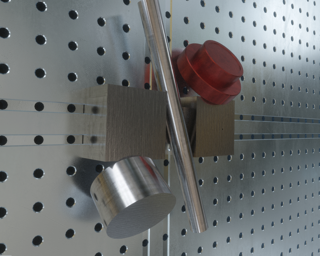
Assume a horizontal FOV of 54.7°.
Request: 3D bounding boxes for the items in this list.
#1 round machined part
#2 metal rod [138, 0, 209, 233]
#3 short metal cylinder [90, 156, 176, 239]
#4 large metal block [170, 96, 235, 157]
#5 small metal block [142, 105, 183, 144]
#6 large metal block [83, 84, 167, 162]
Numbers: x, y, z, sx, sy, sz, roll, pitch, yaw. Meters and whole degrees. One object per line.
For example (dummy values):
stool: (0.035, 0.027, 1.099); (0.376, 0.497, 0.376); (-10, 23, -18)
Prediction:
round machined part: (0.076, -0.083, 0.430); (0.099, 0.042, 0.098); (23, 43, -23)
metal rod: (0.020, -0.007, 0.392); (0.025, 0.025, 0.298); (-22, 104, -38)
short metal cylinder: (-0.030, 0.077, 0.341); (0.081, 0.050, 0.080); (-21, 143, -17)
large metal block: (0.062, -0.001, 0.446); (0.081, 0.050, 0.080); (1, 89, -40)
small metal block: (0.003, -0.004, 0.413); (0.050, 0.025, 0.050); (1, 90, -40)
large metal block: (-0.040, -0.004, 0.360); (0.081, 0.050, 0.080); (3, 89, -40)
